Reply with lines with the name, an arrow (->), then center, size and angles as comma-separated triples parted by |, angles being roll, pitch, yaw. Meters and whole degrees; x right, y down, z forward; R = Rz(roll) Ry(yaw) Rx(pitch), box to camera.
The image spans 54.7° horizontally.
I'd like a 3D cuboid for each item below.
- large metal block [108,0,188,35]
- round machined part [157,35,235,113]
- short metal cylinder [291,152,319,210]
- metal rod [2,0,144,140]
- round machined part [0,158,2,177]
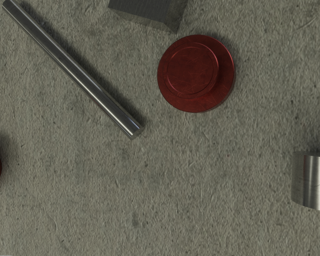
large metal block -> -0.009, -0.176, 0.399 | 0.080, 0.050, 0.080 | 22, 97, 18
round machined part -> 0.042, -0.068, 0.385 | 0.098, 0.042, 0.097 | 0, 90, 20
short metal cylinder -> 0.178, 0.053, 0.317 | 0.080, 0.080, 0.050 | 3, 91, 20
metal rod -> -0.135, -0.094, 0.456 | 0.300, 0.025, 0.025 | 44, 104, 14
round machined part -> -0.301, 0.066, 0.506 | 0.098, 0.042, 0.097 | 0, 90, 20
